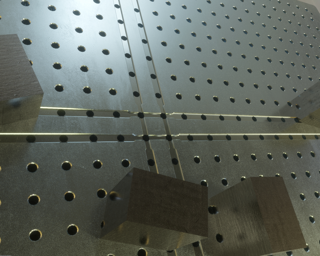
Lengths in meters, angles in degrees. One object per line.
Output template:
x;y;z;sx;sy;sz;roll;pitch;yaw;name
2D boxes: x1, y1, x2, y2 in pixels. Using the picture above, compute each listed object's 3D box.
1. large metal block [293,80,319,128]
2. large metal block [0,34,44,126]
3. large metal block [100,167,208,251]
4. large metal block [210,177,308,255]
0.310;-0.043;0.569;0.081;0.080;0.050;14;56;-21;large metal block
-0.180;-0.048;0.325;0.081;0.050;0.080;-18;71;-35;large metal block
-0.007;0.087;0.317;0.081;0.080;0.050;18;55;-19;large metal block
0.112;0.110;0.368;0.050;0.080;0.080;4;60;-27;large metal block
